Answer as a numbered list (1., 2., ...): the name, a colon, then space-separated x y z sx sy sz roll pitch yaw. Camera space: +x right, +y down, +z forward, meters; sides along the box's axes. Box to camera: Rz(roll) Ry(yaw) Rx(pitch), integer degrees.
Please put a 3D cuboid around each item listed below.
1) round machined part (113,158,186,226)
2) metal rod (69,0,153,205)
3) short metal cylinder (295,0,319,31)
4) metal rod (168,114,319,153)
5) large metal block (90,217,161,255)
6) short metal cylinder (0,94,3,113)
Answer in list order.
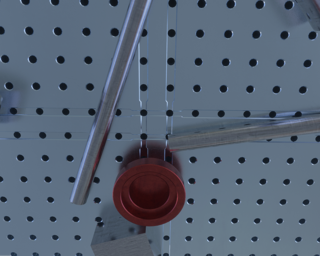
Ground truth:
1. round machined part: -0.014 0.085 0.435 0.099 0.042 0.097 0 110 0
2. metal rod: -0.068 -0.028 0.402 0.025 0.025 0.298 19 109 -7
3. short metal cylinder: 0.190 -0.150 0.330 0.080 0.080 0.050 -37 106 12
4. metal rod: 0.162 0.001 0.414 0.302 0.025 0.025 -8 110 2
5. large metal block: -0.048 0.182 0.467 0.080 0.050 0.080 -15 110 5
6. short metal cylinder: -0.240 -0.019 0.375 0.080 0.080 0.050 18 109 -7
